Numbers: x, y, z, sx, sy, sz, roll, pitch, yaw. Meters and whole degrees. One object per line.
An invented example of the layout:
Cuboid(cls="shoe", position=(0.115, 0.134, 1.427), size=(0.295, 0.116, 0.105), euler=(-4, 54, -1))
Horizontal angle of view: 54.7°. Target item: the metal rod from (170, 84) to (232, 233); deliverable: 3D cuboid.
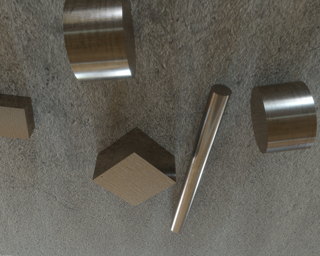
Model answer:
Cuboid(cls="metal rod", position=(0.052, 0.067, 0.464), size=(0.025, 0.025, 0.298), euler=(6, 130, -6))

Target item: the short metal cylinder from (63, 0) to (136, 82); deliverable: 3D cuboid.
Cuboid(cls="short metal cylinder", position=(-0.054, -0.086, 0.297), size=(0.050, 0.080, 0.080), euler=(-4, 130, 3))

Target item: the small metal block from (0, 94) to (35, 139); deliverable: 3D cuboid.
Cuboid(cls="small metal block", position=(-0.190, -0.015, 0.392), size=(0.050, 0.025, 0.050), euler=(6, 130, -6))

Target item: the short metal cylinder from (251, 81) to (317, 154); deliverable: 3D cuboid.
Cuboid(cls="short metal cylinder", position=(0.141, -0.012, 0.363), size=(0.050, 0.080, 0.080), euler=(-7, 130, 6))

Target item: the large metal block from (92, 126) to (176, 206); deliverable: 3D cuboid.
Cuboid(cls="large metal block", position=(-0.035, 0.057, 0.439), size=(0.080, 0.050, 0.080), euler=(-35, 123, 25))
